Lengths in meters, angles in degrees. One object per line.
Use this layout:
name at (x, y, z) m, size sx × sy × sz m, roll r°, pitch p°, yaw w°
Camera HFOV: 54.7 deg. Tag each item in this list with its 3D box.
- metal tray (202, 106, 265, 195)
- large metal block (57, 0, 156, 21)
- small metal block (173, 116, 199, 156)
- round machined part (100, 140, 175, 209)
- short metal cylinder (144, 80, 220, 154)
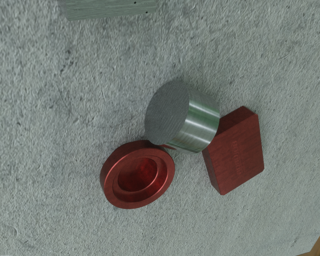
metal tray at (0.116, 0.039, 0.494) m, size 0.090 × 0.030 × 0.129 m, roll -29°, pitch 129°, yaw -10°
large metal block at (-0.051, -0.145, 0.274) m, size 0.081 × 0.050 × 0.079 m, roll -14°, pitch 125°, yaw -21°
small metal block at (0.042, 0.001, 0.416) m, size 0.025 × 0.050 × 0.050 m, roll 21°, pitch 107°, yaw -37°
round machined part at (-0.033, 0.057, 0.415) m, size 0.099 × 0.042 × 0.097 m, roll -14°, pitch 125°, yaw -21°
short metal cylinder at (0.025, -0.012, 0.379) m, size 0.050 × 0.080 × 0.080 m, roll 20°, pitch 108°, yaw -36°
